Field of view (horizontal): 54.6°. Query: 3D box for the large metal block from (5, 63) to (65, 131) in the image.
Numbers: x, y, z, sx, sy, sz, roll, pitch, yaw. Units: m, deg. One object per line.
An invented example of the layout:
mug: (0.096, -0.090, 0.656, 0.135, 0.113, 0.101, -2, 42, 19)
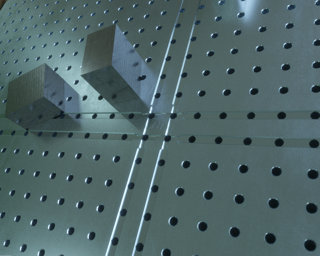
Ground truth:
large metal block: (-0.216, -0.054, 0.541, 0.080, 0.050, 0.080, -24, 53, 13)

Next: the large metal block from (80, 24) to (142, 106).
large metal block: (-0.069, -0.093, 0.468, 0.050, 0.080, 0.080, -13, 56, 21)
